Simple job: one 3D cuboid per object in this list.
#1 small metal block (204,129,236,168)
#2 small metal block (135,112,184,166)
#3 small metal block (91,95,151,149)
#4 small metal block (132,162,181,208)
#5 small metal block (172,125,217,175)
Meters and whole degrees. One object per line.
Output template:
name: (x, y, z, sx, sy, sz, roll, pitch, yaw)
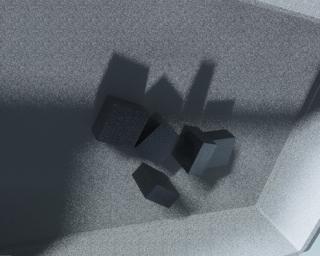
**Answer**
small metal block: (0.082, 0.032, 0.473, 0.050, 0.025, 0.050, -6, 121, -26)
small metal block: (-0.004, 0.016, 0.414, 0.050, 0.025, 0.050, -43, 130, 1)
small metal block: (-0.048, -0.006, 0.377, 0.050, 0.025, 0.050, 16, 110, -35)
small metal block: (-0.006, 0.081, 0.438, 0.025, 0.050, 0.050, -49, 130, 7)
small metal block: (0.047, 0.031, 0.437, 0.025, 0.050, 0.050, 10, 114, -34)
